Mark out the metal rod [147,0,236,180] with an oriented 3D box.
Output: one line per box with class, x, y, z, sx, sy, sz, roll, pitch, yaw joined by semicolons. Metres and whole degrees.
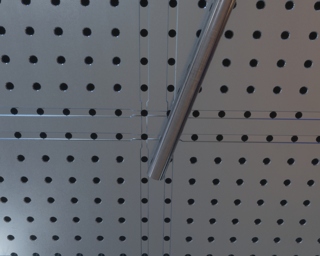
metal rod;0.043;-0.065;0.389;0.025;0.025;0.298;18;109;-7
